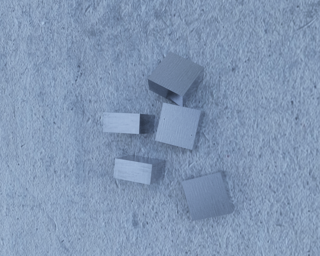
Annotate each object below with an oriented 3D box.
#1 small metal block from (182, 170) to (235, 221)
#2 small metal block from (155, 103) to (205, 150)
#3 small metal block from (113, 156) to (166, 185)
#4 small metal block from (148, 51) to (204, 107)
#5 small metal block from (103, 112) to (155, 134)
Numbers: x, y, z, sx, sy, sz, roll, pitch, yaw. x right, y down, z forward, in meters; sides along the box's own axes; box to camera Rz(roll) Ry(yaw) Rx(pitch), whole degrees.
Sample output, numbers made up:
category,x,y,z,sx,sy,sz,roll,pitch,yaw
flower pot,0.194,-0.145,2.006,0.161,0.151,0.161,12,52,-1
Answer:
category,x,y,z,sx,sy,sz,roll,pitch,yaw
small metal block,0.061,0.084,0.388,0.050,0.025,0.050,-17,84,19
small metal block,0.026,-0.003,0.400,0.050,0.025,0.050,14,95,19
small metal block,-0.025,0.053,0.405,0.050,0.050,0.025,7,93,20
small metal block,0.020,-0.062,0.390,0.050,0.025,0.050,29,69,17
small metal block,-0.040,-0.006,0.410,0.050,0.050,0.025,3,91,20
